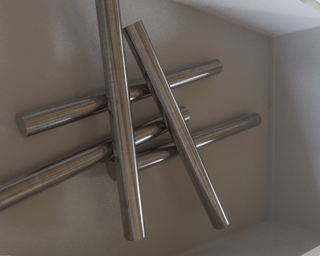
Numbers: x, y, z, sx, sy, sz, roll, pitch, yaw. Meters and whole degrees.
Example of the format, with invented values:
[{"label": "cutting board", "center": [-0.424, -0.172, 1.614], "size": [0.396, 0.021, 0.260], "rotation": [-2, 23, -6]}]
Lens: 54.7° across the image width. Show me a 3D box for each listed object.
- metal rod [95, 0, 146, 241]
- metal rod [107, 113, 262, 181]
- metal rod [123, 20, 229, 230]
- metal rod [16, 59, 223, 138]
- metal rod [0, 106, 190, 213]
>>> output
[{"label": "metal rod", "center": [-0.044, -0.026, 0.336], "size": [0.025, 0.025, 0.298], "rotation": [-11, 97, -40]}, {"label": "metal rod", "center": [0.057, 0.017, 0.457], "size": [0.302, 0.025, 0.025], "rotation": [-16, 101, -39]}, {"label": "metal rod", "center": [0.028, 0.011, 0.397], "size": [0.025, 0.025, 0.299], "rotation": [-39, 114, -33]}, {"label": "metal rod", "center": [-0.023, -0.049, 0.389], "size": [0.302, 0.025, 0.025], "rotation": [-23, 105, -38]}, {"label": "metal rod", "center": [-0.076, 0.031, 0.343], "size": [0.302, 0.025, 0.025], "rotation": [-25, 106, -37]}]
